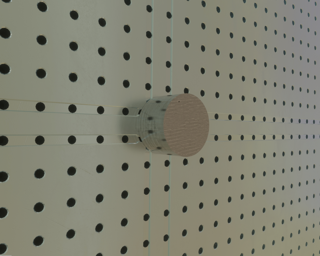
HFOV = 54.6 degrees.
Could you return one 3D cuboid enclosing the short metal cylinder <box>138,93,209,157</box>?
[{"bbox_3d":[0.019,-0.004,0.407,0.081,0.050,0.080,0,90,-40],"label":"short metal cylinder"}]
